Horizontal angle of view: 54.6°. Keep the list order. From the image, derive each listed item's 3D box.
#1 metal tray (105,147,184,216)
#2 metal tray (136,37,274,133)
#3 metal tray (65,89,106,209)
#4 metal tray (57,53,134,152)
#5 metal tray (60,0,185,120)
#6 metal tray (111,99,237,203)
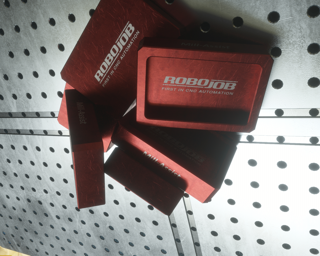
[{"bbox_3d":[-0.013,0.061,0.394,0.090,0.130,0.030,33,90,6],"label":"metal tray"},{"bbox_3d":[0.042,-0.044,0.328,0.131,0.030,0.089,4,123,0],"label":"metal tray"},{"bbox_3d":[-0.092,0.019,0.375,0.030,0.130,0.089,-6,125,-17],"label":"metal tray"},{"bbox_3d":[-0.088,-0.036,0.433,0.090,0.030,0.129,33,129,5],"label":"metal tray"},{"bbox_3d":[-0.045,-0.085,0.356,0.090,0.030,0.129,38,115,-2],"label":"metal tray"},{"bbox_3d":[0.020,0.018,0.369,0.130,0.090,0.030,33,128,6],"label":"metal tray"}]
